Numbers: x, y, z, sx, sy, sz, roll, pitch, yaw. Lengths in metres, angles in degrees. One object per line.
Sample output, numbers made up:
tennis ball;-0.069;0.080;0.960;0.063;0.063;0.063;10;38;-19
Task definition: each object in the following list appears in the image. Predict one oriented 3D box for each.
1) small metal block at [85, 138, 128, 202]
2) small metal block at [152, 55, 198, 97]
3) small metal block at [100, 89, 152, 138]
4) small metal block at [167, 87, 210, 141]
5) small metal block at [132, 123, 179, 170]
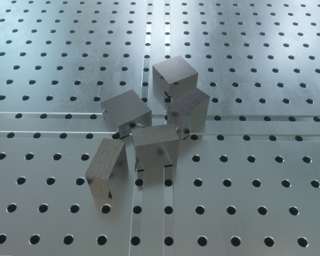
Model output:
small metal block;-0.058;0.048;0.351;0.025;0.050;0.050;13;51;10
small metal block;0.023;-0.081;0.476;0.050;0.025;0.050;-24;54;-19
small metal block;-0.046;-0.021;0.424;0.050;0.025;0.050;-27;55;-21
small metal block;0.037;-0.018;0.407;0.050;0.050;0.025;-35;59;-26
small metal block;-0.006;0.023;0.372;0.050;0.050;0.025;-9;51;-8
